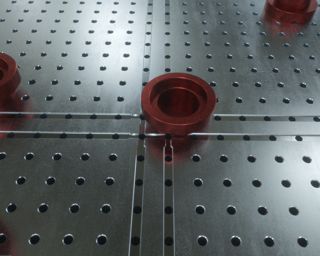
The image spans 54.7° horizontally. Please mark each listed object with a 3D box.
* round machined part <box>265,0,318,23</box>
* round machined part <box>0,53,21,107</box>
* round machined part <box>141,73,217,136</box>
[{"bbox_3d":[0.262,-0.252,0.612,0.099,0.042,0.098,0,50,0],"label":"round machined part"},{"bbox_3d":[-0.252,-0.064,0.447,0.099,0.042,0.098,0,50,0],"label":"round machined part"},{"bbox_3d":[0.024,-0.028,0.420,0.099,0.042,0.098,0,50,0],"label":"round machined part"}]
